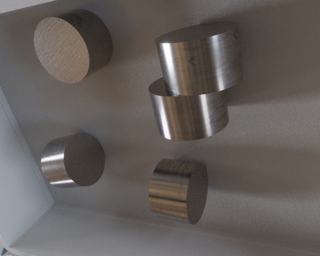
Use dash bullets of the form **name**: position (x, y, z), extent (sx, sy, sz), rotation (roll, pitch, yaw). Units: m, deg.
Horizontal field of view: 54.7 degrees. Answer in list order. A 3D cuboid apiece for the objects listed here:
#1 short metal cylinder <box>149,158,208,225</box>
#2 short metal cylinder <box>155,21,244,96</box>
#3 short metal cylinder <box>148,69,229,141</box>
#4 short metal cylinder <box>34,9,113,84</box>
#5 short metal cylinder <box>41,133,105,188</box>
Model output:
- **short metal cylinder**: position (0.027, 0.082, 0.410), extent (0.050, 0.080, 0.079), rotation (4, 120, 26)
- **short metal cylinder**: position (0.040, -0.071, 0.308), extent (0.080, 0.080, 0.050), rotation (1, 119, 28)
- **short metal cylinder**: position (0.032, -0.028, 0.339), extent (0.080, 0.080, 0.050), rotation (2, 119, 27)
- **short metal cylinder**: position (-0.107, -0.102, 0.386), extent (0.080, 0.050, 0.079), rotation (13, 124, 21)
- **short metal cylinder**: position (-0.131, 0.050, 0.473), extent (0.050, 0.080, 0.080), rotation (-11, 113, 33)
